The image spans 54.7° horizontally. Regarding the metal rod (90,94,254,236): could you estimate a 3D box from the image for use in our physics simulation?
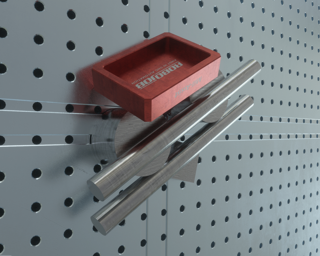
[{"bbox_3d":[0.037,0.030,0.408,0.302,0.025,0.025,-36,112,-34],"label":"metal rod"}]

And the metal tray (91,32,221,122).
[{"bbox_3d":[-0.002,-0.067,0.365,0.131,0.090,0.030,-36,144,-35],"label":"metal tray"}]

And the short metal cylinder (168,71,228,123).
[{"bbox_3d":[0.052,-0.047,0.439,0.081,0.050,0.079,0,90,-40],"label":"short metal cylinder"}]

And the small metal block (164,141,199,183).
[{"bbox_3d":[0.026,0.047,0.432,0.050,0.025,0.050,19,78,-39],"label":"small metal block"}]

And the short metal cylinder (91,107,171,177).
[{"bbox_3d":[-0.033,0.014,0.367,0.081,0.050,0.079,0,90,-40],"label":"short metal cylinder"}]

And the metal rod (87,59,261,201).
[{"bbox_3d":[0.039,-0.015,0.377,0.302,0.025,0.025,-37,113,-34],"label":"metal rod"}]
